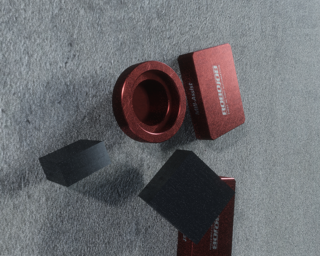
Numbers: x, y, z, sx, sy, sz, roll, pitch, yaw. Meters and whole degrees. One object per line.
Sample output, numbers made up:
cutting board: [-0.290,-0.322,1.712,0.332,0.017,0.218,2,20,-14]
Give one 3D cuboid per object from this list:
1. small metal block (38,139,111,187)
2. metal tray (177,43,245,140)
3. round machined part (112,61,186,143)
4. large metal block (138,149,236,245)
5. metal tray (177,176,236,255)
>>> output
small metal block: [-0.087,0.034,0.317,0.050,0.050,0.025,-28,108,-37]
metal tray: [0.082,-0.056,0.472,0.091,0.030,0.129,-24,106,-38]
round machined part: [-0.017,-0.031,0.381,0.099,0.042,0.097,0,90,-40]
large metal block: [0.033,0.084,0.394,0.080,0.050,0.080,44,76,-12]
metal tray: [0.071,0.139,0.464,0.091,0.030,0.129,7,86,-40]
